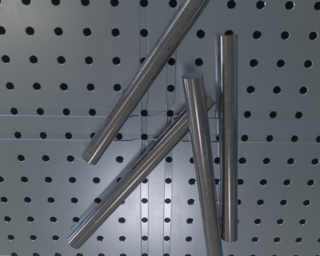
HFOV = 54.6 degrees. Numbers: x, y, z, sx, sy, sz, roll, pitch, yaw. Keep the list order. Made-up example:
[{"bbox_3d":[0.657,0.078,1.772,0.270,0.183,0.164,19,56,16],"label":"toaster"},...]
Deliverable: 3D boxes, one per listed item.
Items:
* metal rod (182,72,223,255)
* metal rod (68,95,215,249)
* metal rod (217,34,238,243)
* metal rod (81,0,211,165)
[{"bbox_3d":[0.062,0.071,0.422,0.025,0.025,0.298,-9,116,3],"label":"metal rod"},{"bbox_3d":[-0.034,0.068,0.437,0.025,0.025,0.299,38,105,-13],"label":"metal rod"},{"bbox_3d":[0.094,0.028,0.424,0.025,0.025,0.298,-5,110,2],"label":"metal rod"},{"bbox_3d":[-0.012,-0.073,0.386,0.025,0.025,0.299,33,107,-12],"label":"metal rod"}]
